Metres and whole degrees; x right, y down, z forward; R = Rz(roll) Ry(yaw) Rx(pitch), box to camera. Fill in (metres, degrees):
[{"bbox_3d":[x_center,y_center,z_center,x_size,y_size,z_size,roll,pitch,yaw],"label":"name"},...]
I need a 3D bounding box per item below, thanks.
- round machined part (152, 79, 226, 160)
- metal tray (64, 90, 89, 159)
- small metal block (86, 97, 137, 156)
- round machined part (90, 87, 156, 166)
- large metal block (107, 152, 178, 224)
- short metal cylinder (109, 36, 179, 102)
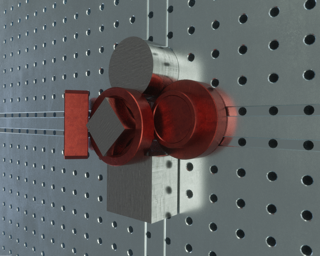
[{"bbox_3d":[0.026,-0.010,0.375,0.098,0.042,0.097,0,90,40],"label":"round machined part"},{"bbox_3d":[-0.122,-0.006,0.460,0.130,0.030,0.089,-175,86,-77],"label":"metal tray"},{"bbox_3d":[-0.058,-0.001,0.377,0.050,0.025,0.050,-49,61,29],"label":"small metal block"},{"bbox_3d":[-0.044,-0.002,0.397,0.098,0.042,0.097,0,90,40],"label":"round machined part"},{"bbox_3d":[-0.024,0.072,0.410,0.080,0.050,0.080,1,91,40],"label":"large metal block"},{"bbox_3d":[-0.022,-0.076,0.411,0.080,0.050,0.080,0,90,40],"label":"short metal cylinder"}]
